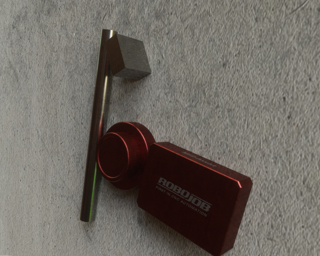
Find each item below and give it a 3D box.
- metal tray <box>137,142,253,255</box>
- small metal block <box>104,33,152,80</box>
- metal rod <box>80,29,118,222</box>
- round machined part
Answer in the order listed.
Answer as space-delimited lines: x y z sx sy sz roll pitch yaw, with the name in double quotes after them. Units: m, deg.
0.035 0.079 0.373 0.130 0.030 0.089 22 104 37 "metal tray"
-0.043 -0.096 0.424 0.025 0.050 0.050 -25 75 37 "small metal block"
-0.097 0.000 0.484 0.025 0.025 0.298 13 98 39 "metal rod"
-0.053 0.040 0.438 0.098 0.042 0.097 0 90 40 "round machined part"
